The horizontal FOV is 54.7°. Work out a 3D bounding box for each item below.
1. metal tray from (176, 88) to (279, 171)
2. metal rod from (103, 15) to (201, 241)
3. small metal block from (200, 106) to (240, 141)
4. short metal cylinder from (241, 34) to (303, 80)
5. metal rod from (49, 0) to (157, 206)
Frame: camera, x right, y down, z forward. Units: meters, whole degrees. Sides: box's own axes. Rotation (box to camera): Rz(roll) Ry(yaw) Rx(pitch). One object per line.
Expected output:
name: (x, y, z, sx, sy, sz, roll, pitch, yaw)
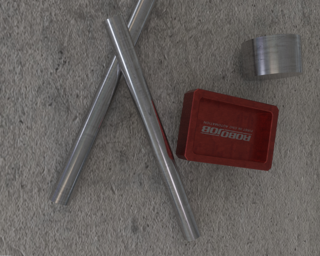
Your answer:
metal tray: (0.092, 0.005, 0.413, 0.131, 0.030, 0.089, 10, 87, -20)
metal rod: (-0.005, 0.011, 0.391, 0.025, 0.025, 0.298, -24, 104, -18)
small metal block: (0.082, -0.003, 0.439, 0.050, 0.025, 0.050, 21, 83, -19)
short metal cylinder: (0.157, -0.097, 0.438, 0.081, 0.080, 0.050, -5, 92, -20)
metal rod: (-0.064, -0.051, 0.385, 0.025, 0.025, 0.299, 24, 82, -19)
